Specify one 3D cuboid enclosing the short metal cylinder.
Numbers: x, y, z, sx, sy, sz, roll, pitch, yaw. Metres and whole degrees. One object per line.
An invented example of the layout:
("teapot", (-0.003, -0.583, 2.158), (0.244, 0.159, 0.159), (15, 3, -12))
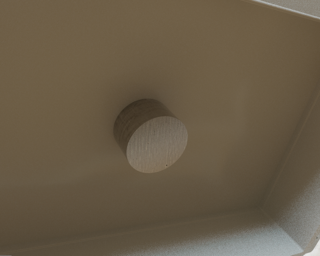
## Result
("short metal cylinder", (-0.012, 0.010, 0.391), (0.081, 0.050, 0.080), (-14, 124, -21))
